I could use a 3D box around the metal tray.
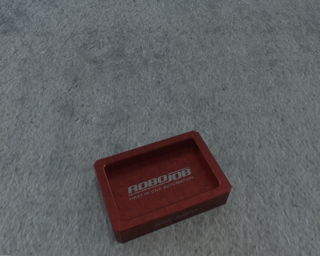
[{"bbox_3d":[0.001,0.061,0.348,0.131,0.030,0.090,-17,52,-14],"label":"metal tray"}]
